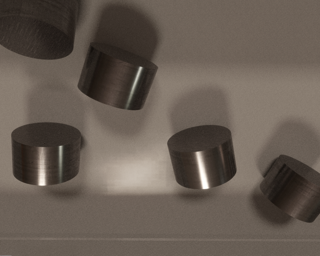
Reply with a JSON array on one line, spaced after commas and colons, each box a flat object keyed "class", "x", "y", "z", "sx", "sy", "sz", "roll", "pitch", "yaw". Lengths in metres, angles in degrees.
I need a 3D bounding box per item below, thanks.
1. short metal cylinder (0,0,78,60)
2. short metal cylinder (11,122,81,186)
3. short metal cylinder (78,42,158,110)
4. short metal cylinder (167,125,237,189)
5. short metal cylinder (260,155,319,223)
[{"class": "short metal cylinder", "x": -0.131, "y": -0.115, "z": 0.330, "sx": 0.081, "sy": 0.080, "sz": 0.050, "roll": 2, "pitch": 73, "yaw": -1}, {"class": "short metal cylinder", "x": -0.142, "y": 0.030, "z": 0.391, "sx": 0.081, "sy": 0.080, "sz": 0.050, "roll": 7, "pitch": 110, "yaw": -3}, {"class": "short metal cylinder", "x": -0.049, "y": -0.061, "z": 0.359, "sx": 0.080, "sy": 0.080, "sz": 0.050, "roll": 19, "pitch": 109, "yaw": -8}, {"class": "short metal cylinder", "x": 0.054, "y": 0.035, "z": 0.396, "sx": 0.080, "sy": 0.080, "sz": 0.050, "roll": -12, "pitch": 110, "yaw": 4}, {"class": "short metal cylinder", "x": 0.183, "y": 0.079, "z": 0.414, "sx": 0.080, "sy": 0.080, "sz": 0.050, "roll": 24, "pitch": 108, "yaw": -9}]
